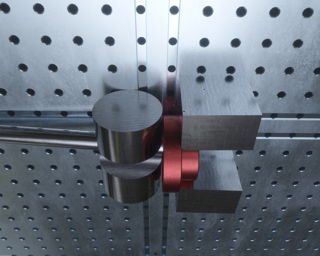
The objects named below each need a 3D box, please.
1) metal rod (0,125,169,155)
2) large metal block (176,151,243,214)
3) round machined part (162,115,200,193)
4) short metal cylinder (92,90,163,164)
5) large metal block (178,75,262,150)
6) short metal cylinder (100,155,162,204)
[{"bbox_3d":[-0.121,0.014,0.407,0.302,0.025,0.025,4,130,1],"label":"metal rod"},{"bbox_3d":[0.063,0.071,0.438,0.081,0.080,0.050,2,130,-2],"label":"large metal block"},{"bbox_3d":[0.024,0.032,0.391,0.042,0.098,0.097,1,130,-1],"label":"round machined part"},{"bbox_3d":[-0.038,-0.003,0.373,0.081,0.080,0.050,1,131,-1],"label":"short metal cylinder"},{"bbox_3d":[0.064,-0.020,0.360,0.081,0.080,0.050,0,130,0],"label":"large metal block"},{"bbox_3d":[-0.038,0.055,0.421,0.081,0.080,0.050,1,131,-1],"label":"short metal cylinder"}]
